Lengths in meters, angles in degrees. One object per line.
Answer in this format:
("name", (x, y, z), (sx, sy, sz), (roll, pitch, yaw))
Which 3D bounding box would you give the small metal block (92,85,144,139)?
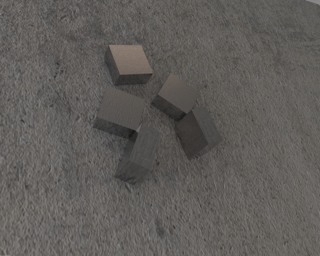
("small metal block", (-0.051, -0.019, 0.387), (0.050, 0.025, 0.050), (20, 54, -16))

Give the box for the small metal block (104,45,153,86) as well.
("small metal block", (-0.045, -0.088, 0.433), (0.050, 0.025, 0.050), (-9, 66, -32))

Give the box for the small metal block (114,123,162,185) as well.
("small metal block", (-0.026, 0.031, 0.355), (0.025, 0.050, 0.050), (26, 53, -12))

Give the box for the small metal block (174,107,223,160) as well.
("small metal block", (0.049, 0.008, 0.409), (0.025, 0.050, 0.050), (-11, 68, -33))

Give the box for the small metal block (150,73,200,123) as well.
("small metal block", (0.022, -0.043, 0.441), (0.050, 0.025, 0.050), (34, 51, -6))
